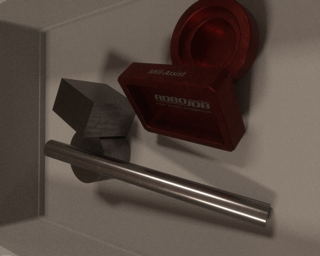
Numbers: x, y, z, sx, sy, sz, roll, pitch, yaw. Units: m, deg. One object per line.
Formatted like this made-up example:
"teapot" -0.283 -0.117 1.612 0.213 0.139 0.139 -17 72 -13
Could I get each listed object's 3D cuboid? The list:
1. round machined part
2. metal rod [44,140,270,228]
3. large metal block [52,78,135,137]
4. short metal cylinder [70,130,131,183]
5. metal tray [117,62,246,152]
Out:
"round machined part" 0.063 -0.090 0.343 0.098 0.042 0.097 0 90 39
"metal rod" -0.023 0.059 0.379 0.301 0.025 0.025 13 99 25
"large metal block" -0.092 -0.029 0.445 0.080 0.081 0.050 35 112 34
"short metal cylinder" -0.091 0.039 0.463 0.080 0.050 0.079 0 90 39
"metal tray" 0.022 -0.026 0.348 0.130 0.030 0.090 13 143 39
